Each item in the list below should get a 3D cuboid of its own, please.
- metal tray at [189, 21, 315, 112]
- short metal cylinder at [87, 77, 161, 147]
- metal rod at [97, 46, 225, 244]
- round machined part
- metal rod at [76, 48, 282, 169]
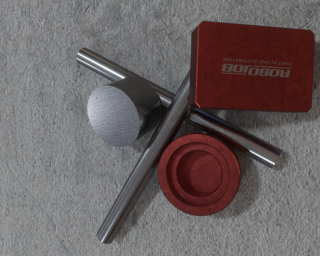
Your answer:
[{"bbox_3d":[0.101,-0.064,0.342,0.131,0.030,0.089,2,91,-8],"label":"metal tray"},{"bbox_3d":[-0.046,-0.022,0.399,0.080,0.050,0.079,13,116,27],"label":"short metal cylinder"},{"bbox_3d":[-0.007,0.030,0.394,0.025,0.025,0.298,35,108,16],"label":"metal rod"},{"bbox_3d":[0.051,0.055,0.383,0.098,0.042,0.097,0,90,20],"label":"round machined part"},{"bbox_3d":[0.012,-0.034,0.407,0.300,0.025,0.025,30,100,17],"label":"metal rod"}]
